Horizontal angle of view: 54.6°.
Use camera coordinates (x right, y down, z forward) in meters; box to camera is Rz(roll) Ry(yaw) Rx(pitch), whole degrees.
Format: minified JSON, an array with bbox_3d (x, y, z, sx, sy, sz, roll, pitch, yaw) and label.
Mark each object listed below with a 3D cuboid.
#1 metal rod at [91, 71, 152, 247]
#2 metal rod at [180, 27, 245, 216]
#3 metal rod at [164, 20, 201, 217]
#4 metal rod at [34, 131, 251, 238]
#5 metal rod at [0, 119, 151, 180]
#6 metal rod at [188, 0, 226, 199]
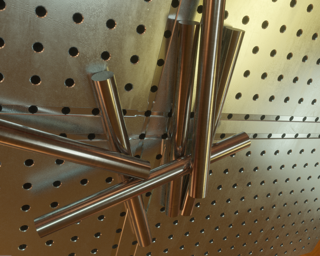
[{"bbox_3d":[-0.044,0.064,0.425,0.025,0.025,0.298,-21,126,-16],"label":"metal rod"},{"bbox_3d":[0.068,0.008,0.452,0.025,0.025,0.298,-3,120,-27],"label":"metal rod"},{"bbox_3d":[0.027,0.008,0.429,0.025,0.025,0.298,-11,123,-23],"label":"metal rod"},{"bbox_3d":[-0.010,0.068,0.413,0.302,0.025,0.025,-21,127,-16],"label":"metal rod"},{"bbox_3d":[-0.142,0.010,0.321,0.302,0.025,0.025,20,108,-30],"label":"metal rod"},{"bbox_3d":[0.056,-0.053,0.371,0.025,0.025,0.298,-6,110,-25],"label":"metal rod"}]
